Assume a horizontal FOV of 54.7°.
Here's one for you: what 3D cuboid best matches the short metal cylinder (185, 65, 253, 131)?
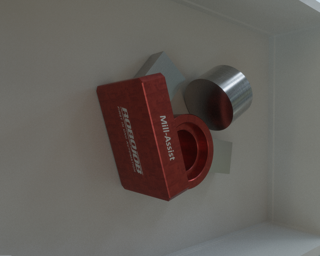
[{"bbox_3d":[0.083,-0.043,0.440,0.050,0.080,0.080,-36,113,-34],"label":"short metal cylinder"}]

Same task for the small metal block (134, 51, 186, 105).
[{"bbox_3d":[-0.001,-0.063,0.406,0.050,0.025,0.050,47,62,-28],"label":"small metal block"}]

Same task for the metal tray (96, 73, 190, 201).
[{"bbox_3d":[-0.021,0.010,0.346,0.030,0.090,0.129,-22,104,-38],"label":"metal tray"}]

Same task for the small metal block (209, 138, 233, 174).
[{"bbox_3d":[0.084,0.043,0.477,0.050,0.025,0.050,12,82,-38],"label":"small metal block"}]

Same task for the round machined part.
[{"bbox_3d":[0.023,0.030,0.413,0.099,0.042,0.097,0,90,-40],"label":"round machined part"}]
